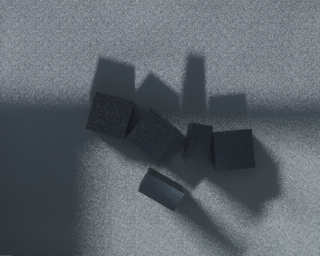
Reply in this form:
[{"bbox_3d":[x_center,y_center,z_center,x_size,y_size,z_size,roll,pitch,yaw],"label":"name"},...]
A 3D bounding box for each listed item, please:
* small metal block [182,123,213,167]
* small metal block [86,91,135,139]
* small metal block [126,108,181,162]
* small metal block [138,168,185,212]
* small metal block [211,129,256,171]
[{"bbox_3d":[0.047,0.020,0.398,0.025,0.050,0.050,10,90,-1],"label":"small metal block"},{"bbox_3d":[-0.064,-0.016,0.408,0.050,0.025,0.050,15,90,-1],"label":"small metal block"},{"bbox_3d":[-0.008,0.009,0.409,0.050,0.025,0.050,39,90,-1],"label":"small metal block"},{"bbox_3d":[0.002,0.077,0.397,0.050,0.050,0.025,30,91,-1],"label":"small metal block"},{"bbox_3d":[0.096,0.028,0.410,0.050,0.025,0.050,-6,90,-1],"label":"small metal block"}]
